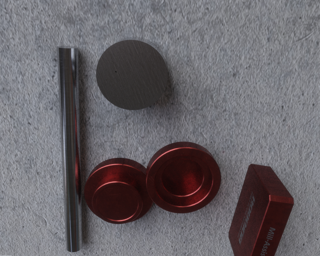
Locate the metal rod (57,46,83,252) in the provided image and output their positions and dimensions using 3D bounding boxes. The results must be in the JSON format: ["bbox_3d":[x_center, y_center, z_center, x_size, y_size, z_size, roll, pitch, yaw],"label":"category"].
[{"bbox_3d":[-0.121,0.042,0.423,0.025,0.025,0.298,3,110,-2],"label":"metal rod"}]

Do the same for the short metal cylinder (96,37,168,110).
[{"bbox_3d":[-0.032,-0.067,0.371,0.081,0.050,0.079,0,110,-1],"label":"short metal cylinder"}]

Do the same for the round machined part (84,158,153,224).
[{"bbox_3d":[-0.057,0.094,0.435,0.099,0.042,0.097,0,110,-1],"label":"round machined part"}]

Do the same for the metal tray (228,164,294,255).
[{"bbox_3d":[0.132,0.126,0.423,0.030,0.090,0.129,9,110,-4],"label":"metal tray"}]

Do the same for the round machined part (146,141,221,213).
[{"bbox_3d":[0.030,0.063,0.422,0.099,0.042,0.097,-1,109,-4],"label":"round machined part"}]
